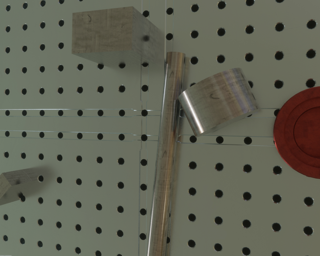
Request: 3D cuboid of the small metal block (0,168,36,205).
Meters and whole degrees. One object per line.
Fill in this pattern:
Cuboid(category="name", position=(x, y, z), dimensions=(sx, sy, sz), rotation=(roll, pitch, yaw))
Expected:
Cuboid(category="small metal block", position=(-0.231, 0.092, 0.479), dimensions=(0.050, 0.050, 0.025), rotation=(-46, 76, 14))

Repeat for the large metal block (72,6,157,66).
Cuboid(category="large metal block", position=(-0.056, -0.115, 0.402), dimensions=(0.080, 0.080, 0.050), rotation=(2, 91, 19))

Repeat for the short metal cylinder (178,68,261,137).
Cuboid(category="short metal cylinder", position=(0.068, -0.028, 0.359), dimensions=(0.080, 0.080, 0.050), rotation=(-26, 82, 18))

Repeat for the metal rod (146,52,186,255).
Cuboid(category="metal rod", position=(0.006, 0.051, 0.409), dimensions=(0.025, 0.025, 0.298), rotation=(6, 92, 19))

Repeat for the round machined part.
Cuboid(category="round machined part", position=(0.177, 0.005, 0.341), dimensions=(0.098, 0.042, 0.097), rotation=(0, 90, 19))
